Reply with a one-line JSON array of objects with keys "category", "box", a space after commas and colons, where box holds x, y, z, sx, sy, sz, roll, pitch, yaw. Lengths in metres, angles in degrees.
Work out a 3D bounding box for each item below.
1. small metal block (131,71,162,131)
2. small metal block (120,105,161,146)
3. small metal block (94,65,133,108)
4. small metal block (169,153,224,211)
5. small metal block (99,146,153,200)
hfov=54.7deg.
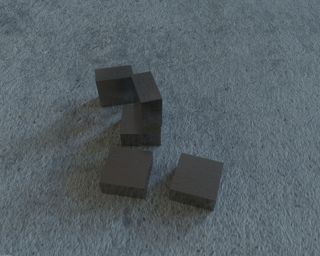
[{"category": "small metal block", "box": [-0.016, -0.033, 0.382, 0.025, 0.050, 0.050, -13, 51, -11]}, {"category": "small metal block", "box": [-0.024, -0.004, 0.406, 0.050, 0.025, 0.050, -1, 50, -1]}, {"category": "small metal block", "box": [-0.062, -0.058, 0.435, 0.050, 0.050, 0.025, -9, 51, -7]}, {"category": "small metal block", "box": [0.042, 0.061, 0.352, 0.050, 0.025, 0.050, 13, 51, 10]}, {"category": "small metal block", "box": [-0.038, 0.051, 0.360, 0.050, 0.025, 0.050, 7, 50, 6]}]
